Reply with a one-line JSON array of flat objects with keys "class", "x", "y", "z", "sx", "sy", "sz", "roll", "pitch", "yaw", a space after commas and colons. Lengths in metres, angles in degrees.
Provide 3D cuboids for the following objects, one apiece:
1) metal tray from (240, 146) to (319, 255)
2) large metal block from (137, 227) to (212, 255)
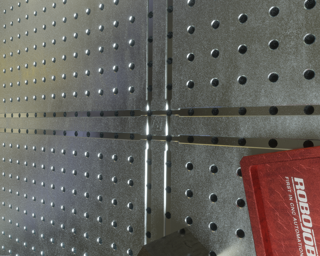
[{"class": "metal tray", "x": 0.134, "y": 0.085, "z": 0.295, "sx": 0.090, "sy": 0.030, "sz": 0.129, "roll": -14, "pitch": 81, "yaw": 39}, {"class": "large metal block", "x": 0.006, "y": 0.175, "z": 0.369, "sx": 0.050, "sy": 0.081, "sz": 0.080, "roll": 42, "pitch": 115, "yaw": 32}]
